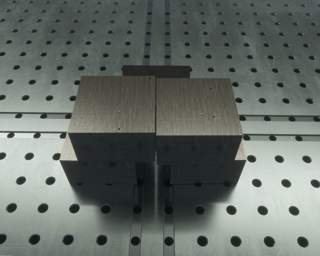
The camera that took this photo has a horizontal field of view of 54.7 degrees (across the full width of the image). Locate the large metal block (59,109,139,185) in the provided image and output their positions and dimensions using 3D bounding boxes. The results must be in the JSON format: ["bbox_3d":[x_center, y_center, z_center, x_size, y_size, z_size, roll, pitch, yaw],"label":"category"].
[{"bbox_3d":[-0.066,0.020,0.374,0.081,0.050,0.080,1,50,0],"label":"large metal block"}]

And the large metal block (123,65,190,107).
[{"bbox_3d":[-0.004,-0.056,0.411,0.081,0.050,0.080,0,8,0],"label":"large metal block"}]

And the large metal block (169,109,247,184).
[{"bbox_3d":[0.052,0.020,0.375,0.081,0.050,0.080,-1,50,-1],"label":"large metal block"}]

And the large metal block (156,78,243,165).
[{"bbox_3d":[0.037,-0.008,0.331,0.081,0.050,0.080,0,50,-1],"label":"large metal block"}]

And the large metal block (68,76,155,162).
[{"bbox_3d":[-0.045,-0.010,0.331,0.081,0.050,0.080,0,50,-1],"label":"large metal block"}]
